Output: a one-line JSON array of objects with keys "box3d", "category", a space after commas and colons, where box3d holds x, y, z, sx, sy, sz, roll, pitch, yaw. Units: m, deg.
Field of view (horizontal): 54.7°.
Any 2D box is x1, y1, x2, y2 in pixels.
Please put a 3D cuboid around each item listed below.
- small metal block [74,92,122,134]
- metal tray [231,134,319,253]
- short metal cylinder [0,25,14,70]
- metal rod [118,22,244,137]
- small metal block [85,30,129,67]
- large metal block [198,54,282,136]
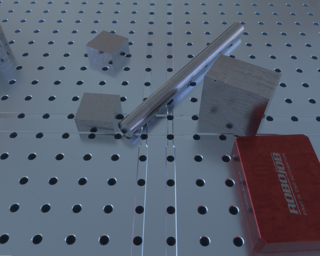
[{"box3d": [-0.083, -0.021, 0.424, 0.050, 0.025, 0.050, 5, 50, 4], "category": "small metal block"}, {"box3d": [0.139, 0.067, 0.348, 0.091, 0.030, 0.130, -2, 50, -2], "category": "metal tray"}, {"box3d": [-0.287, -0.131, 0.499, 0.080, 0.050, 0.080, 0, 50, 0], "category": "short metal cylinder"}, {"box3d": [0.047, -0.088, 0.481, 0.025, 0.025, 0.301, 31, 56, 23], "category": "metal rod"}, {"box3d": [-0.087, -0.134, 0.520, 0.050, 0.025, 0.050, 22, 53, 17], "category": "small metal block"}, {"box3d": [0.101, -0.039, 0.405, 0.080, 0.080, 0.050, 24, 54, 18], "category": "large metal block"}]
